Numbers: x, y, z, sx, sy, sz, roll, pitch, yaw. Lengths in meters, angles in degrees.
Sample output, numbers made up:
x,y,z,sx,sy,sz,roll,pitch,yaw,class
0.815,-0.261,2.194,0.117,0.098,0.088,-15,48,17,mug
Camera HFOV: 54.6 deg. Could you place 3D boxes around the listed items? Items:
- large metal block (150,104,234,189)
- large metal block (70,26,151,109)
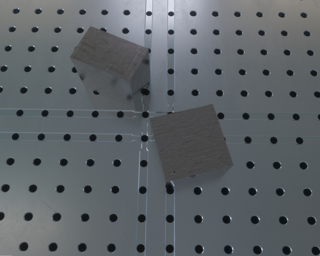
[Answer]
x,y,z,sx,sy,sz,roll,pitch,yaw,class
0.036,0.024,0.390,0.080,0.050,0.080,-13,71,-5,large metal block
-0.061,-0.077,0.410,0.080,0.080,0.050,23,72,8,large metal block
